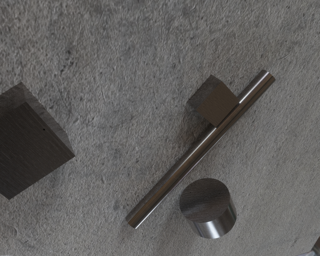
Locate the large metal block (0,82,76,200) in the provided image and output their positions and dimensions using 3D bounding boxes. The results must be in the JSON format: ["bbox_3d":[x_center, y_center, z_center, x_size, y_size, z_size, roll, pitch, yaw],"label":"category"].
[{"bbox_3d":[-0.149,0.013,0.318,0.080,0.050,0.080,-34,129,-6],"label":"large metal block"}]

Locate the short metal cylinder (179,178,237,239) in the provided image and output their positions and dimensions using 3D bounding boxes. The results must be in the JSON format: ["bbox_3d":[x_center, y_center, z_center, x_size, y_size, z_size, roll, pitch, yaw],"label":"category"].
[{"bbox_3d":[0.077,0.127,0.495,0.080,0.080,0.050,-33,129,-7],"label":"short metal cylinder"}]

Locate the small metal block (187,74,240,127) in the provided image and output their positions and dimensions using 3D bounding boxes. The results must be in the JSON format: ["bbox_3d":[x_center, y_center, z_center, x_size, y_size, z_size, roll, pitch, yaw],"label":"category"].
[{"bbox_3d":[0.074,-0.037,0.427,0.050,0.025,0.050,-49,129,6],"label":"small metal block"}]

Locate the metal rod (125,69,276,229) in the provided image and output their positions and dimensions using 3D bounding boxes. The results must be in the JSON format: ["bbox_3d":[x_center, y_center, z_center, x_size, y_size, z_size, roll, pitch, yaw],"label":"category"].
[{"bbox_3d":[0.057,0.034,0.460,0.300,0.025,0.025,-48,129,5],"label":"metal rod"}]
